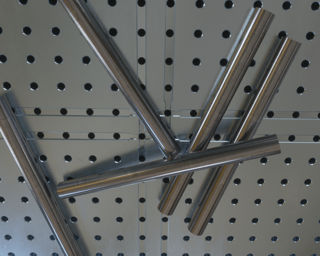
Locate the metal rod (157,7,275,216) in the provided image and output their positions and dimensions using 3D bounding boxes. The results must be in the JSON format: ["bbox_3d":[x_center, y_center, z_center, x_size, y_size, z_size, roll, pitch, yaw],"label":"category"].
[{"bbox_3d":[0.066,-0.008,0.411,0.025,0.025,0.298,22,108,-8],"label":"metal rod"}]

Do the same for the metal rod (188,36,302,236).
[{"bbox_3d":[0.107,0.024,0.423,0.025,0.025,0.298,20,109,-8],"label":"metal rod"}]

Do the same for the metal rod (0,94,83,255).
[{"bbox_3d":[-0.169,0.095,0.445,0.025,0.025,0.298,-16,110,5],"label":"metal rod"}]

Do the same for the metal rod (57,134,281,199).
[{"bbox_3d":[0.002,0.054,0.412,0.301,0.025,0.025,-14,110,13],"label":"metal rod"}]

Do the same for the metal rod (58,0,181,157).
[{"bbox_3d":[-0.060,-0.084,0.381,0.025,0.025,0.299,-30,108,10],"label":"metal rod"}]
